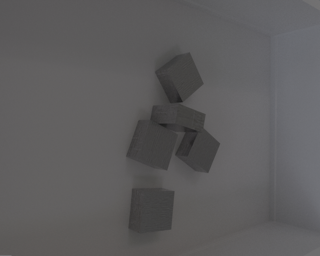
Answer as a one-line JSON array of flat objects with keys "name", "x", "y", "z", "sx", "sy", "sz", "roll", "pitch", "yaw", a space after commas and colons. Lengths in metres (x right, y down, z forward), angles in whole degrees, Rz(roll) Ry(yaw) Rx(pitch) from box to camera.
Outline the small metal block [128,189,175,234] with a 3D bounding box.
[{"name": "small metal block", "x": -0.010, "y": 0.105, "z": 0.398, "sx": 0.050, "sy": 0.025, "sz": 0.050, "roll": 9, "pitch": 85, "yaw": -40}]

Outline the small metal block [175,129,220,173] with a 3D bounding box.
[{"name": "small metal block", "x": 0.056, "y": 0.031, "z": 0.454, "sx": 0.050, "sy": 0.025, "sz": 0.050, "roll": 40, "pitch": 66, "yaw": -33}]

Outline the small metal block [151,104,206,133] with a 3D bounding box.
[{"name": "small metal block", "x": 0.023, "y": -0.012, "z": 0.410, "sx": 0.050, "sy": 0.050, "sz": 0.025, "roll": 17, "pitch": 79, "yaw": -39}]

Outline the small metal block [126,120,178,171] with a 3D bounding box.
[{"name": "small metal block", "x": -0.009, "y": 0.022, "z": 0.399, "sx": 0.050, "sy": 0.025, "sz": 0.050, "roll": 28, "pitch": 72, "yaw": -37}]

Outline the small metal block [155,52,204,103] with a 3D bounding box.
[{"name": "small metal block", "x": 0.028, "y": -0.069, "z": 0.429, "sx": 0.050, "sy": 0.025, "sz": 0.050, "roll": -42, "pitch": 116, "yaw": -32}]
